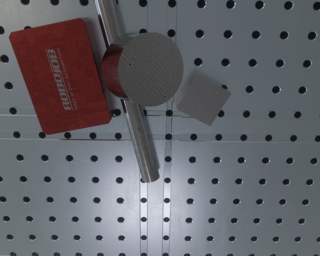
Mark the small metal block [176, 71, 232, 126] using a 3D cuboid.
[{"bbox_3d":[0.055,-0.038,0.400,0.050,0.025,0.050,27,108,-10],"label":"small metal block"}]

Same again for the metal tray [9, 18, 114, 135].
[{"bbox_3d":[-0.118,-0.062,0.387,0.090,0.030,0.129,-11,110,3],"label":"metal tray"}]

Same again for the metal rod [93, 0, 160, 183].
[{"bbox_3d":[-0.045,-0.066,0.388,0.025,0.025,0.298,-12,110,4],"label":"metal rod"}]

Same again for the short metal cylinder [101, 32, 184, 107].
[{"bbox_3d":[-0.020,-0.068,0.357,0.081,0.050,0.079,-8,105,-29],"label":"short metal cylinder"}]
